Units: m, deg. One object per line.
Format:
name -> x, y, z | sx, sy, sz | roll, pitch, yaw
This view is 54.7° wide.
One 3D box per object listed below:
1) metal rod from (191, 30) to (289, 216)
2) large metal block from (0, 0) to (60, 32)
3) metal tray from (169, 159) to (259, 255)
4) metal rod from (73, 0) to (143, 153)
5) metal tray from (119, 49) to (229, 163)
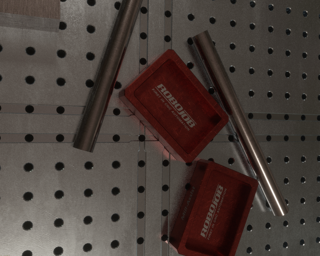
metal rod -> 0.122, 0.000, 0.459 | 0.025, 0.025, 0.299 | -30, 100, -18
large metal block -> -0.154, -0.157, 0.342 | 0.081, 0.050, 0.079 | 0, 90, -21
metal tray -> 0.078, 0.120, 0.440 | 0.091, 0.030, 0.130 | 24, 82, -19
metal rod -> -0.051, -0.115, 0.394 | 0.025, 0.025, 0.299 | 19, 83, -20
metal tray -> 0.021, -0.028, 0.418 | 0.090, 0.030, 0.130 | -46, 105, -14
